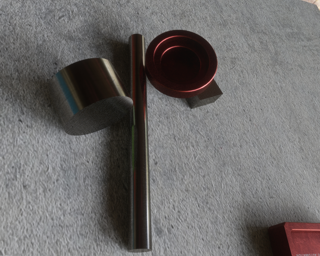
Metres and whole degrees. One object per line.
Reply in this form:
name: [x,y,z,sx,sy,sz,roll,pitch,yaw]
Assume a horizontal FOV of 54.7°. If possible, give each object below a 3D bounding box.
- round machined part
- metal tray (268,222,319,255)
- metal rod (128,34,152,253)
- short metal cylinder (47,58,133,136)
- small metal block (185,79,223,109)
round machined part: [0.028,-0.085,0.436,0.099,0.042,0.098,2,70,-5]
metal tray: [0.212,0.175,0.410,0.131,0.030,0.090,9,58,-24]
metal rod: [-0.028,-0.004,0.392,0.025,0.025,0.299,11,57,-23]
short metal cylinder: [-0.078,-0.033,0.348,0.081,0.080,0.050,-17,71,-35]
small metal block: [0.060,-0.061,0.476,0.050,0.025,0.050,-18,71,-35]
